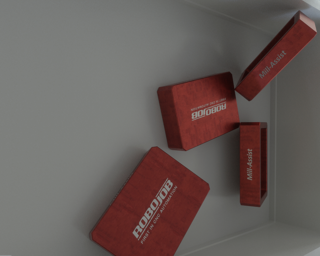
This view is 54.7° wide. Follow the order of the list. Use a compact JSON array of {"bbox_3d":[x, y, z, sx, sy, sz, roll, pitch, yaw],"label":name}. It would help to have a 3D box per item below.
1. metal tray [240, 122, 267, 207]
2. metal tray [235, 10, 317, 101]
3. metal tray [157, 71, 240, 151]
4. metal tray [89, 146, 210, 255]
[{"bbox_3d":[0.156,0.055,0.511,0.090,0.030,0.129,-1,91,-64],"label":"metal tray"},{"bbox_3d":[0.173,-0.109,0.469,0.030,0.129,0.090,39,35,0],"label":"metal tray"},{"bbox_3d":[0.062,-0.028,0.455,0.131,0.030,0.089,-19,102,-38],"label":"metal tray"},{"bbox_3d":[-0.009,0.098,0.370,0.090,0.030,0.130,37,64,-3],"label":"metal tray"}]
